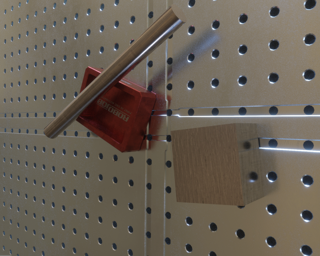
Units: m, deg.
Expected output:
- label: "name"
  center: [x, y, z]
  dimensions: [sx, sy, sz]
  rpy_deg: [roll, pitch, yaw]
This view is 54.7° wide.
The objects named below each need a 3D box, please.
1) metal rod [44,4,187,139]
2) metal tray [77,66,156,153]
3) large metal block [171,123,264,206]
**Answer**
- label: "metal rod"
  center: [-0.081, -0.062, 0.436]
  dimensions: [0.299, 0.025, 0.025]
  rpy_deg: [-34, 69, 34]
- label: "metal tray"
  center: [-0.073, -0.031, 0.466]
  dimensions: [0.130, 0.030, 0.089]
  rpy_deg: [29, 108, 36]
- label: "large metal block"
  center: [0.062, 0.039, 0.342]
  dimensions: [0.080, 0.050, 0.080]
  rpy_deg: [-8, 85, 39]
